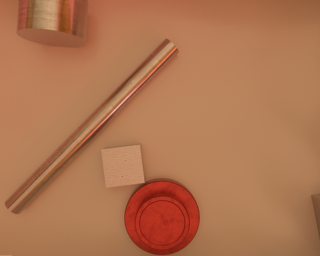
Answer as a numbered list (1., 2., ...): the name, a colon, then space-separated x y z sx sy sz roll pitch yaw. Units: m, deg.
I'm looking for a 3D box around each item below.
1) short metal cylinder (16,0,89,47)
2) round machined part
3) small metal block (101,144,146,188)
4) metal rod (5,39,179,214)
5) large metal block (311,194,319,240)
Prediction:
1. short metal cylinder: -0.131 -0.135 0.382 0.081 0.080 0.050 4 90 -1
2. round machined part: 0.003 0.118 0.403 0.099 0.042 0.097 0 90 -1
3. small metal block: -0.048 0.049 0.411 0.050 0.025 0.050 -7 90 -1
4. metal rod: -0.089 -0.003 0.410 0.025 0.025 0.300 44 90 -1
5. large metal block: 0.241 0.127 0.387 0.050 0.080 0.080 -11 90 0
